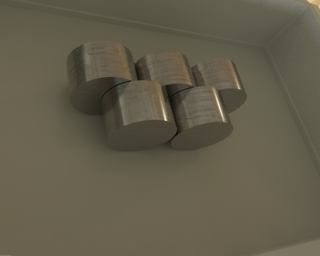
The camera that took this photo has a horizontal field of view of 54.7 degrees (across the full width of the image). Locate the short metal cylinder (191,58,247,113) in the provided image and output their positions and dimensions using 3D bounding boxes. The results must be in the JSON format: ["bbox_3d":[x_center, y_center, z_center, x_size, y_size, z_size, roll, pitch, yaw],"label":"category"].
[{"bbox_3d":[0.077,-0.054,0.442,0.081,0.080,0.050,2,61,-28],"label":"short metal cylinder"}]

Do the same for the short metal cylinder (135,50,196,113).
[{"bbox_3d":[0.005,-0.055,0.404,0.081,0.080,0.050,1,62,-28],"label":"short metal cylinder"}]

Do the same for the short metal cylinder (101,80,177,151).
[{"bbox_3d":[-0.025,-0.012,0.362,0.081,0.080,0.050,1,62,-28],"label":"short metal cylinder"}]

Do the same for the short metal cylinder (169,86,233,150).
[{"bbox_3d":[0.048,-0.010,0.400,0.081,0.080,0.050,1,62,-28],"label":"short metal cylinder"}]

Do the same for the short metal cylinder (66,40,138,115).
[{"bbox_3d":[-0.067,-0.057,0.367,0.081,0.080,0.050,1,62,-28],"label":"short metal cylinder"}]
